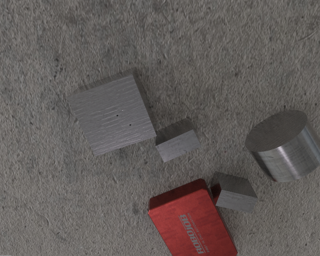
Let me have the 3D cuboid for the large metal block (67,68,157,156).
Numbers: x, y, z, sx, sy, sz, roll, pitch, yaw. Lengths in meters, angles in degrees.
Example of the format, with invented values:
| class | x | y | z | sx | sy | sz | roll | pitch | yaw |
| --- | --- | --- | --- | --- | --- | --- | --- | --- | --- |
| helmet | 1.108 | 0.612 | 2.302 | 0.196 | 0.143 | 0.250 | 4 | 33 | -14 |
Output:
| class | x | y | z | sx | sy | sz | roll | pitch | yaw |
| --- | --- | --- | --- | --- | --- | --- | --- | --- | --- |
| large metal block | -0.055 | -0.021 | 0.388 | 0.080 | 0.050 | 0.080 | -19 | 109 | 6 |

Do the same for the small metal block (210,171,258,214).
| class | x | y | z | sx | sy | sz | roll | pitch | yaw |
| --- | --- | --- | --- | --- | --- | --- | --- | --- | --- |
| small metal block | 0.101 | 0.088 | 0.430 | 0.050 | 0.050 | 0.025 | 14 | 110 | -5 |

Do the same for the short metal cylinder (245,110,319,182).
| class | x | y | z | sx | sy | sz | roll | pitch | yaw |
| --- | --- | --- | --- | --- | --- | --- | --- | --- | --- |
| short metal cylinder | 0.156 | 0.022 | 0.390 | 0.080 | 0.080 | 0.050 | -33 | 107 | 11 |

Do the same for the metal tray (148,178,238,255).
| class | x | y | z | sx | sy | sz | roll | pitch | yaw |
| --- | --- | --- | --- | --- | --- | --- | --- | --- | --- |
| metal tray | 0.050 | 0.149 | 0.462 | 0.090 | 0.030 | 0.129 | -24 | 109 | 8 |

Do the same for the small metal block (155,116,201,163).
| class | x | y | z | sx | sy | sz | roll | pitch | yaw |
| --- | --- | --- | --- | --- | --- | --- | --- | --- | --- |
| small metal block | 0.023 | 0.014 | 0.402 | 0.050 | 0.050 | 0.025 | -25 | 108 | 9 |
